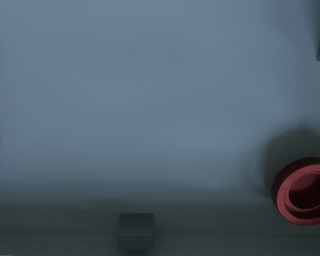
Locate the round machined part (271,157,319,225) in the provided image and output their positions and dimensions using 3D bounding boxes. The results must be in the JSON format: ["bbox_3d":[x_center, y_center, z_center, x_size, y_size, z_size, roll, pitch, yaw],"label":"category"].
[{"bbox_3d":[0.206,0.084,0.436,0.099,0.042,0.097,0,110,-1],"label":"round machined part"}]

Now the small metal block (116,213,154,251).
[{"bbox_3d":[-0.035,0.151,0.453,0.050,0.050,0.025,-1,110,0],"label":"small metal block"}]

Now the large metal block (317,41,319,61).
[{"bbox_3d":[0.226,-0.110,0.345,0.050,0.080,0.079,0,110,0],"label":"large metal block"}]
